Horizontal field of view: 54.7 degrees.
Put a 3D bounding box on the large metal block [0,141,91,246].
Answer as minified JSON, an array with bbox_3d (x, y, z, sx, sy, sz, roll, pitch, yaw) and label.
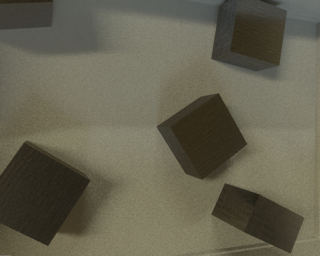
[{"bbox_3d":[-0.138,0.070,0.347,0.080,0.050,0.080,35,79,-17],"label":"large metal block"}]

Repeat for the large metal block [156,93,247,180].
[{"bbox_3d":[0.056,0.010,0.418,0.080,0.050,0.080,-35,101,-17],"label":"large metal block"}]

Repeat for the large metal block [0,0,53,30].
[{"bbox_3d":[-0.159,-0.140,0.322,0.081,0.080,0.050,-11,94,-20],"label":"large metal block"}]

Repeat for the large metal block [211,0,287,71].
[{"bbox_3d":[0.127,-0.133,0.444,0.081,0.050,0.080,10,87,-20],"label":"large metal block"}]

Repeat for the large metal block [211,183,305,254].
[{"bbox_3d":[0.133,0.122,0.430,0.080,0.080,0.050,28,81,-18],"label":"large metal block"}]
